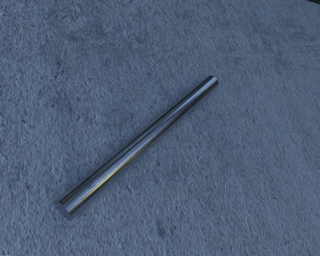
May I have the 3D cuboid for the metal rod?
[{"bbox_3d":[-0.007,0.005,0.399,0.025,0.025,0.302,46,51,4],"label":"metal rod"}]
